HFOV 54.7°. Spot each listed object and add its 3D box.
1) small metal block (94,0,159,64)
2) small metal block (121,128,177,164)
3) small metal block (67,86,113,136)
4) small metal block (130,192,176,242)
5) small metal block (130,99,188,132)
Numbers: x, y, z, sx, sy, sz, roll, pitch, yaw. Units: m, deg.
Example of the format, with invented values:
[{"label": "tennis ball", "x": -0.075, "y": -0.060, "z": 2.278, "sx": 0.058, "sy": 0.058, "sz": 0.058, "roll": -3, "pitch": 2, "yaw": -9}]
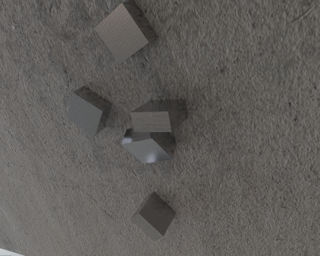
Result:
[{"label": "small metal block", "x": -0.039, "y": -0.111, "z": 0.359, "sx": 0.050, "sy": 0.025, "sz": 0.050, "roll": -27, "pitch": 104, "yaw": 37}, {"label": "small metal block", "x": -0.014, "y": 0.022, "z": 0.416, "sx": 0.050, "sy": 0.025, "sz": 0.050, "roll": -12, "pitch": 137, "yaw": 33}, {"label": "small metal block", "x": -0.102, "y": -0.024, "z": 0.446, "sx": 0.050, "sy": 0.025, "sz": 0.050, "roll": 32, "pitch": 129, "yaw": 7}, {"label": "small metal block", "x": -0.009, "y": 0.137, "z": 0.480, "sx": 0.050, "sy": 0.050, "sz": 0.025, "roll": 44, "pitch": 129, "yaw": -2}, {"label": "small metal block", "x": 0.000, "y": -0.016, "z": 0.379, "sx": 0.050, "sy": 0.050, "sz": 0.025, "roll": 0, "pitch": 111, "yaw": 28}]
